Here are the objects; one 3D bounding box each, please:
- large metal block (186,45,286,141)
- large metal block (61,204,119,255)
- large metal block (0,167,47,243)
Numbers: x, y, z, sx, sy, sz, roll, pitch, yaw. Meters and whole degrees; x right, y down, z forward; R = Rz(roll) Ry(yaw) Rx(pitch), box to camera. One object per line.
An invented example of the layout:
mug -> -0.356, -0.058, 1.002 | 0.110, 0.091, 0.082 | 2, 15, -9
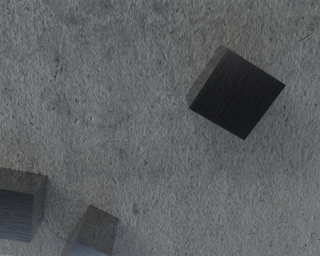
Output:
large metal block -> 0.089, -0.045, 0.381 | 0.080, 0.050, 0.080 | 29, 107, -11
large metal block -> -0.105, 0.172, 0.443 | 0.050, 0.080, 0.080 | 30, 107, -11
large metal block -> -0.210, 0.106, 0.434 | 0.081, 0.050, 0.079 | 11, 110, -4
